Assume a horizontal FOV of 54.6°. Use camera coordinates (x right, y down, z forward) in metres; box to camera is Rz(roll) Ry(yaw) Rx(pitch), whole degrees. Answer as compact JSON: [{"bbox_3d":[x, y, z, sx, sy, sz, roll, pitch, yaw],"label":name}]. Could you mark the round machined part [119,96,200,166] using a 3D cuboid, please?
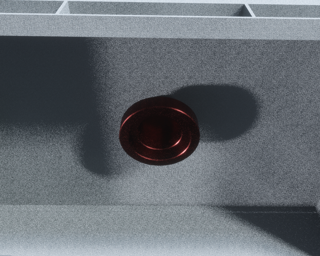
[{"bbox_3d":[-0.001,0.000,0.393,0.099,0.042,0.097,0,130,0],"label":"round machined part"}]
